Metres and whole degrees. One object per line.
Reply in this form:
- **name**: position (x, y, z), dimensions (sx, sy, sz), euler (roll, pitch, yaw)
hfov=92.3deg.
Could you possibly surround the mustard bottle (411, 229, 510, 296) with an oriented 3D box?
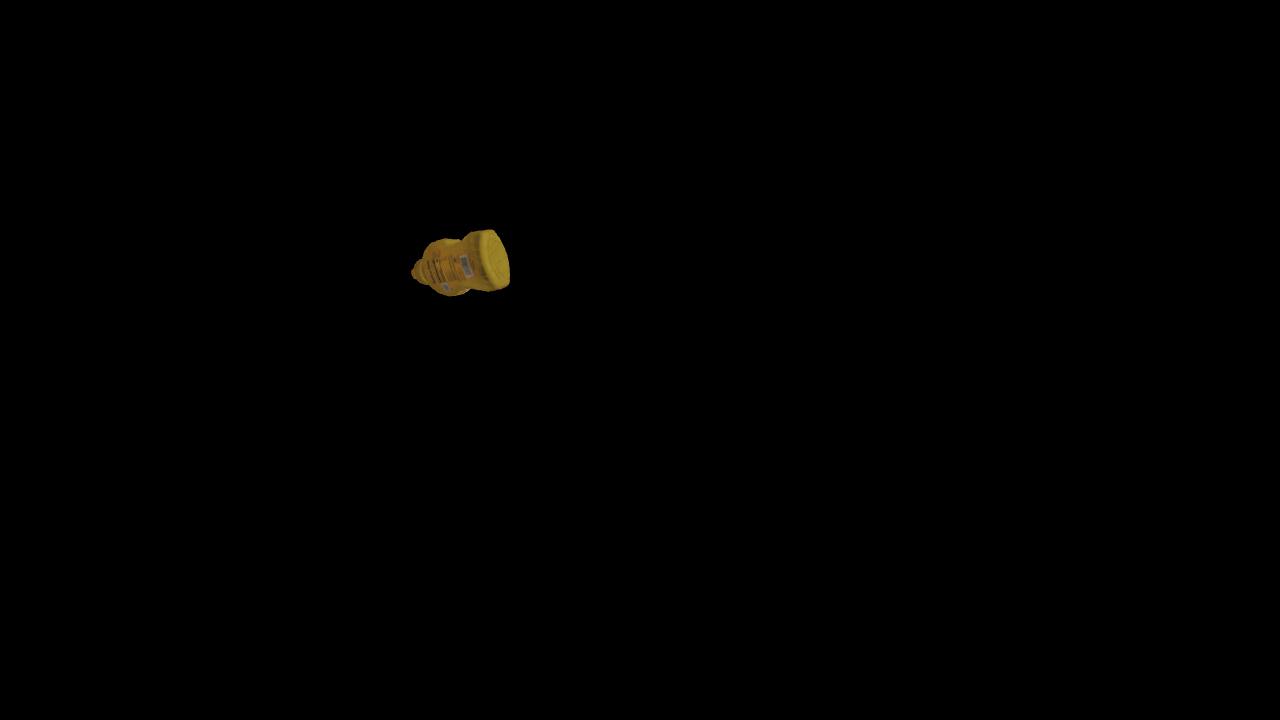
- **mustard bottle**: position (-0.289, -0.144, 0.952), dimensions (0.184, 0.092, 0.054), euler (-3, 25, 31)
